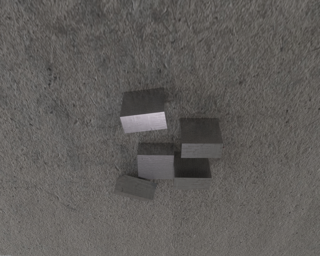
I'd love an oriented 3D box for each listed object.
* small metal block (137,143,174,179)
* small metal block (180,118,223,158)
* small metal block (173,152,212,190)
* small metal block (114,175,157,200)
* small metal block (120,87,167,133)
[{"bbox_3d":[-0.006,0.048,0.448,0.050,0.025,0.050,1,130,-1],"label":"small metal block"},{"bbox_3d":[0.052,0.012,0.402,0.050,0.050,0.025,0,130,0],"label":"small metal block"},{"bbox_3d":[0.044,0.060,0.443,0.050,0.050,0.025,1,130,-2],"label":"small metal block"},{"bbox_3d":[-0.038,0.092,0.470,0.050,0.025,0.050,18,160,-15],"label":"small metal block"},{"bbox_3d":[-0.018,-0.022,0.372,0.050,0.050,0.025,-7,130,5],"label":"small metal block"}]
